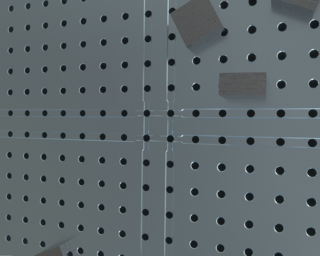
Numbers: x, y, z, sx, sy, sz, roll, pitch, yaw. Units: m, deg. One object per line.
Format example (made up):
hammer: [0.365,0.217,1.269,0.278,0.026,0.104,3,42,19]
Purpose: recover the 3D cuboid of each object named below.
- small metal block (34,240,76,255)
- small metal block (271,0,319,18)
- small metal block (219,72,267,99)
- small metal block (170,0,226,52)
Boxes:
small metal block: [-0.154,0.205,0.468,0.050,0.025,0.050,-25,82,18]
small metal block: [0.163,-0.162,0.355,0.050,0.025,0.050,27,99,18]
small metal block: [0.099,-0.049,0.365,0.050,0.050,0.025,2,91,20]
small metal block: [0.048,-0.134,0.396,0.050,0.025,0.050,-27,81,18]
